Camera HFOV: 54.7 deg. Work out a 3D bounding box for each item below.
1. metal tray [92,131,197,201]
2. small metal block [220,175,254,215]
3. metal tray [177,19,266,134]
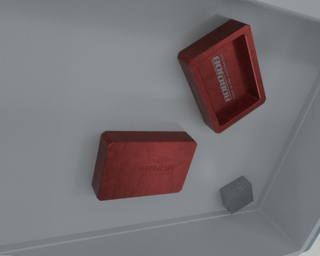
[{"bbox_3d":[-0.021,0.050,0.427,0.131,0.030,0.089,1,118,-29],"label":"metal tray"},{"bbox_3d":[0.140,0.122,0.564,0.050,0.025,0.050,-27,128,-12],"label":"small metal block"},{"bbox_3d":[0.088,-0.065,0.415,0.090,0.030,0.130,-34,129,-6],"label":"metal tray"}]
